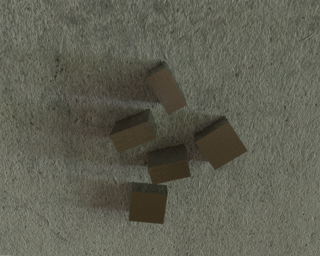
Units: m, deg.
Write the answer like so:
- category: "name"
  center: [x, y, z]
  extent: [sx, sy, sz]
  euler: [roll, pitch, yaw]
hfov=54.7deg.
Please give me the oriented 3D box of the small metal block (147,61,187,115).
- category: "small metal block"
  center: [0.008, -0.050, 0.378]
  extent: [0.025, 0.050, 0.050]
  euler: [-28, 108, 10]

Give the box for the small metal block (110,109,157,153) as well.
- category: "small metal block"
  center: [-0.033, 0.003, 0.397]
  extent: [0.050, 0.050, 0.025]
  euler: [-21, 109, 7]

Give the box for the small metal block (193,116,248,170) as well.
- category: "small metal block"
  center: [0.081, 0.020, 0.418]
  extent: [0.050, 0.025, 0.050]
  euler: [-33, 107, 11]

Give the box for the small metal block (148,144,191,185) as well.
- category: "small metal block"
  center: [0.012, 0.047, 0.414]
  extent: [0.050, 0.050, 0.025]
  euler: [-13, 110, 5]

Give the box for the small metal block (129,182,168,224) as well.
- category: "small metal block"
  center: [-0.017, 0.109, 0.450]
  extent: [0.050, 0.025, 0.050]
  euler: [6, 110, -3]
